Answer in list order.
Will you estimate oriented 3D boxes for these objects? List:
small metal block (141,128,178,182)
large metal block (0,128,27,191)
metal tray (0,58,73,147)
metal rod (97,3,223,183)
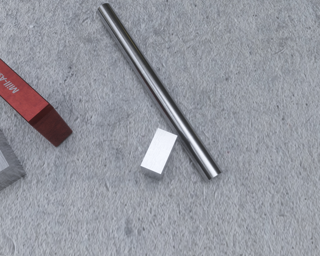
[{"bbox_3d":[-0.001,0.034,0.382,0.025,0.050,0.050,22,72,7],"label":"small metal block"},{"bbox_3d":[-0.227,0.042,0.377,0.080,0.050,0.080,-34,74,-12],"label":"large metal block"},{"bbox_3d":[-0.174,-0.039,0.385,0.130,0.090,0.030,40,75,13],"label":"metal tray"},{"bbox_3d":[-0.008,-0.060,0.429,0.025,0.025,0.299,-29,73,-10],"label":"metal rod"}]
